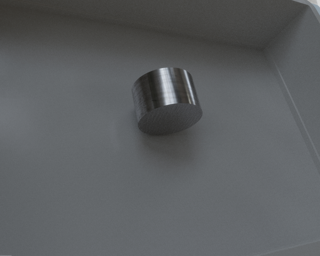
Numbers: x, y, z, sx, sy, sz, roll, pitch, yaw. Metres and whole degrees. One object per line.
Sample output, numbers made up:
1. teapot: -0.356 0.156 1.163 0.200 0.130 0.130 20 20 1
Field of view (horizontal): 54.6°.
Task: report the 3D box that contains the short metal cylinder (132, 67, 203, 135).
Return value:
1. short metal cylinder: 0.008 -0.031 0.389 0.081 0.080 0.050 2 61 -27
